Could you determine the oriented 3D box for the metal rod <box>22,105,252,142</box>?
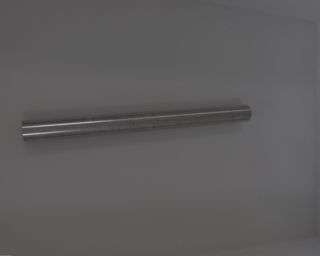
[{"bbox_3d":[-0.014,-0.009,0.404,0.302,0.025,0.025,-5,92,-20],"label":"metal rod"}]
